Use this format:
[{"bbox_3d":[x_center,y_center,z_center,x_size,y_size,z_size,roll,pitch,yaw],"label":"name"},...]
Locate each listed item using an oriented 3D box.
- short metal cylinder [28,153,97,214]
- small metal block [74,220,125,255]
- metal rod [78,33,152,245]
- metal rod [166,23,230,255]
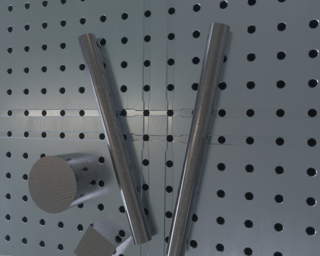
[{"bbox_3d":[-0.140,0.077,0.449,0.080,0.050,0.080,0,90,20],"label":"short metal cylinder"},{"bbox_3d":[-0.087,0.170,0.443,0.050,0.025,0.050,34,101,16],"label":"small metal block"},{"bbox_3d":[-0.064,0.011,0.435,0.025,0.025,0.299,-18,84,19],"label":"metal rod"},{"bbox_3d":[0.047,0.019,0.395,0.025,0.025,0.298,12,94,19],"label":"metal rod"}]
